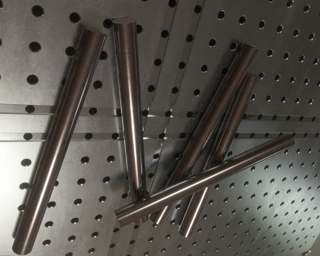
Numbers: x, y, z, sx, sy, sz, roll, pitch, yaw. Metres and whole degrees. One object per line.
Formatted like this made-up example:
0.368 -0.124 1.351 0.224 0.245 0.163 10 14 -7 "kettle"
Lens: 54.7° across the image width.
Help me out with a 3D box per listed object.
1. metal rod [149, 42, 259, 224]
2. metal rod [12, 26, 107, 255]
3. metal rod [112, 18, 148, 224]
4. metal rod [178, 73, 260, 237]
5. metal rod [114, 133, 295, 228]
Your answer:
0.057 0.019 0.456 0.025 0.025 0.298 14 111 -35 "metal rod"
-0.124 0.030 0.362 0.025 0.025 0.298 11 113 -34 "metal rod"
-0.034 0.014 0.402 0.025 0.025 0.298 -15 125 -20 "metal rod"
0.087 0.055 0.495 0.025 0.025 0.298 3 117 -31 "metal rod"
0.077 0.072 0.466 0.302 0.025 0.025 -21 127 -16 "metal rod"
